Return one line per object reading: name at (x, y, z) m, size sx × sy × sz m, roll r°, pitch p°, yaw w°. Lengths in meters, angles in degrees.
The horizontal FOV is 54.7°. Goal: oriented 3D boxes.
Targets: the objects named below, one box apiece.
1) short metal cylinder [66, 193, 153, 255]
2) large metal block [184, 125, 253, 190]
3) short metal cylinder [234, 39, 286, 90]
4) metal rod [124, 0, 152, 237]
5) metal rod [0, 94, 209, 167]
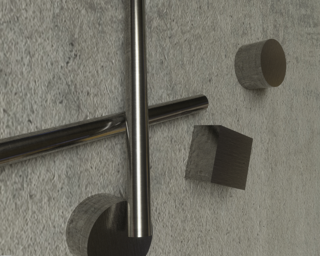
short metal cylinder at (-0.055, 0.116, 0.342) m, size 0.081 × 0.050 × 0.079 m, roll 0°, pitch 90°, yaw -40°
large metal block at (0.089, 0.044, 0.463) m, size 0.080 × 0.050 × 0.080 m, roll 19°, pitch 78°, yaw -38°
short metal cylinder at (0.174, -0.108, 0.534) m, size 0.081 × 0.050 × 0.079 m, roll 0°, pitch 90°, yaw -40°
metal rod at (-0.026, -0.037, 0.346) m, size 0.025 × 0.025 × 0.299 m, roll 9°, pitch 74°, yaw -40°
metal rod at (-0.051, -0.005, 0.361) m, size 0.302 × 0.025 × 0.025 m, roll -16°, pitch 101°, yaw -39°
